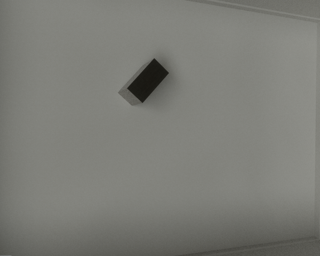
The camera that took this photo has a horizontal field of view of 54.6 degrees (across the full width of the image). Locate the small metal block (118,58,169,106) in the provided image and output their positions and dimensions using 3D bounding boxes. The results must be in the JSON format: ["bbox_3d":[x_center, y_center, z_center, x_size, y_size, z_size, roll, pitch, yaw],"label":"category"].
[{"bbox_3d":[-0.022,-0.056,0.389,0.025,0.050,0.050,43,77,-15],"label":"small metal block"}]
